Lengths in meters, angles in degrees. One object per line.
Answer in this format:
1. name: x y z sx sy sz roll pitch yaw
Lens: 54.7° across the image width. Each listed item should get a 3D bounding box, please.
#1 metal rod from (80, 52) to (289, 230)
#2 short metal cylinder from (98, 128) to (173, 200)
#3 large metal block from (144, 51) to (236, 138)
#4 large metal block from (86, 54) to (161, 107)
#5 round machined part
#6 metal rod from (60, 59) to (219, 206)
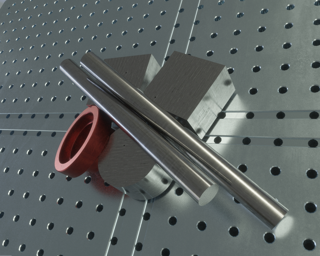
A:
1. metal rod: 0.009 -0.002 0.352 0.300 0.025 0.025 40 85 24
2. short metal cylinder: -0.027 0.041 0.375 0.080 0.050 0.080 -13 56 21
3. large metal block: 0.035 -0.043 0.394 0.080 0.050 0.080 27 77 37
4. large metal block: -0.046 -0.054 0.441 0.080 0.050 0.080 1 62 28
5. round machined part: -0.094 0.022 0.414 0.098 0.042 0.098 -35 36 31
6. metal rod: -0.047 -0.016 0.372 0.025 0.025 0.300 -47 52 -4
